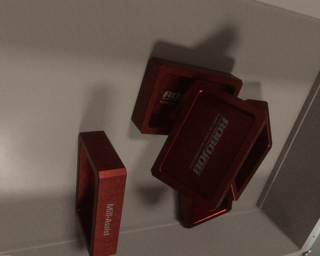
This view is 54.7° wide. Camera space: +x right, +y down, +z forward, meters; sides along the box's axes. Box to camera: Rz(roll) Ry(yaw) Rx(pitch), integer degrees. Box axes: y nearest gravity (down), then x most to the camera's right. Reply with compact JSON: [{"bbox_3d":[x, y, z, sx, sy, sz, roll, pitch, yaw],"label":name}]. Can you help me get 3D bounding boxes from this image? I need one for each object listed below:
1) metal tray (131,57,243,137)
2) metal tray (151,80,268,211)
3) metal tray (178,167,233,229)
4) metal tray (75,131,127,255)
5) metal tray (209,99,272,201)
[{"bbox_3d":[0.037,-0.035,0.405,0.131,0.030,0.089,4,116,-31],"label":"metal tray"},{"bbox_3d":[0.058,0.020,0.372,0.129,0.090,0.030,-63,160,6],"label":"metal tray"},{"bbox_3d":[0.077,0.098,0.510,0.091,0.030,0.129,-17,125,-19],"label":"metal tray"},{"bbox_3d":[-0.076,0.080,0.375,0.030,0.090,0.129,-5,121,-27],"label":"metal tray"},{"bbox_3d":[0.120,0.029,0.450,0.131,0.030,0.090,-44,130,-34],"label":"metal tray"}]
